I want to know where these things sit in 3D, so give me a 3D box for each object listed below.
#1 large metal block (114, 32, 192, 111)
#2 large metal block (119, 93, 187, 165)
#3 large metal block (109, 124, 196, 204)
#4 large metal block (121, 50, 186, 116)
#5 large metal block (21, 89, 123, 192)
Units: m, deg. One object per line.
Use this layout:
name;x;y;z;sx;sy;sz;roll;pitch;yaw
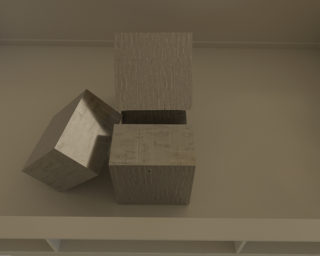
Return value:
large metal block;-0.007;-0.061;0.345;0.081;0.079;0.050;-1;5;-1
large metal block;-0.009;0.001;0.388;0.081;0.050;0.080;0;50;-1
large metal block;-0.007;0.041;0.332;0.081;0.080;0.050;0;50;0
large metal block;-0.009;-0.060;0.417;0.081;0.080;0.050;-1;50;-1
large metal block;-0.096;0.016;0.342;0.050;0.080;0.080;38;46;-25
